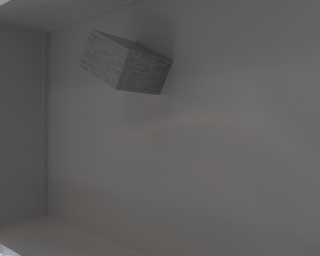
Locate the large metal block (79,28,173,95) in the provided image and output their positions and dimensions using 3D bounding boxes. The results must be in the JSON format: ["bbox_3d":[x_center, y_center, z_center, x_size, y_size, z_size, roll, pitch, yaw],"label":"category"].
[{"bbox_3d":[-0.045,-0.086,0.409,0.080,0.081,0.050,35,112,34],"label":"large metal block"}]
